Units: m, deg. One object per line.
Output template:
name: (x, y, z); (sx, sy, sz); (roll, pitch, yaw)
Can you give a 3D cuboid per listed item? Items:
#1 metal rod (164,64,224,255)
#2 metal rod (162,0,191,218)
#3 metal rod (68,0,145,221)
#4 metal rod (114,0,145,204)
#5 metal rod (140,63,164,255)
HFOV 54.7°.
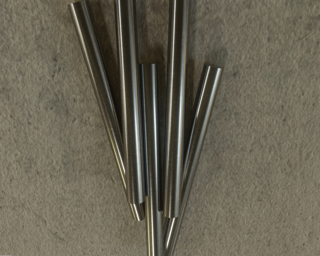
metal rod: (0.037, 0.061, 0.432); (0.025, 0.025, 0.298); (11, 110, -4)
metal rod: (0.020, -0.026, 0.388); (0.025, 0.025, 0.298); (1, 106, -1)
metal rod: (-0.061, -0.007, 0.406); (0.025, 0.025, 0.298); (-12, 110, 4)
metal rod: (-0.037, -0.048, 0.378); (0.025, 0.025, 0.298); (-2, 105, 0)
metal rod: (-0.010, 0.064, 0.421); (0.025, 0.025, 0.298); (-2, 106, 0)
